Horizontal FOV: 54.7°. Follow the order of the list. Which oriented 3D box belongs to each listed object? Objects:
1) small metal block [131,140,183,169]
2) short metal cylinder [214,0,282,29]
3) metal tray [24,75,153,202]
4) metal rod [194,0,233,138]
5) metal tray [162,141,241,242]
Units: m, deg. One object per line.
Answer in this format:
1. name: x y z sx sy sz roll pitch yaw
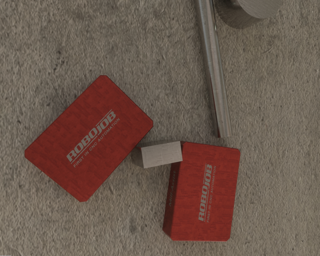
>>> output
1. small metal block: -0.006 0.032 0.395 0.050 0.050 0.025 -9 93 -20
2. short metal cylinder: 0.126 -0.189 0.444 0.081 0.050 0.079 0 90 -21
3. metal tray: -0.083 0.011 0.376 0.090 0.030 0.130 45 76 -15
4. metal rod: 0.068 -0.135 0.435 0.025 0.025 0.298 -11 94 -20
5. metal tray: 0.058 0.087 0.429 0.091 0.030 0.129 9 87 -20
